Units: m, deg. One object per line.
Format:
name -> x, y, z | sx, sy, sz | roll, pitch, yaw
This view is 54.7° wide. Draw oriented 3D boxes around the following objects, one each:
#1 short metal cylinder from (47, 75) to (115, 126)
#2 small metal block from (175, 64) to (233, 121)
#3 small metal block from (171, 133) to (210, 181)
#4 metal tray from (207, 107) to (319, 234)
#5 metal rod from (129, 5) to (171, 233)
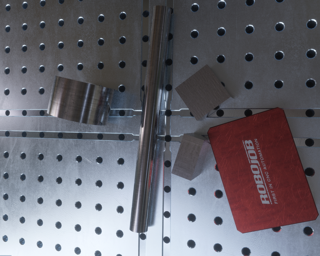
short metal cylinder -> -0.106, -0.037, 0.419 | 0.080, 0.080, 0.050 | 15, 95, 19
small metal block -> 0.056, -0.044, 0.392 | 0.050, 0.025, 0.050 | -36, 79, 16
small metal block -> 0.040, 0.034, 0.385 | 0.025, 0.050, 0.050 | 19, 96, 19
metal tray -> 0.119, 0.050, 0.368 | 0.090, 0.030, 0.129 | -18, 84, 18
metal rod -> -0.013, -0.010, 0.416 | 0.025, 0.025, 0.298 | 7, 92, 19
